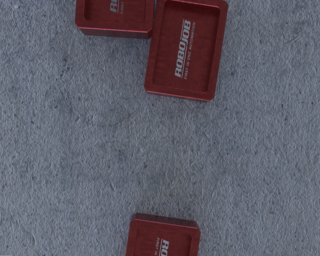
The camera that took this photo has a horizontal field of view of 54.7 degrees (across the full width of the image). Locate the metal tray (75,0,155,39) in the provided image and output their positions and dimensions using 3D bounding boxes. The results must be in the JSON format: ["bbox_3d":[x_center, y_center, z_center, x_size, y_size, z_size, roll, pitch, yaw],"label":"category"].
[{"bbox_3d":[-0.050,-0.179,0.376,0.091,0.030,0.129,4,90,0],"label":"metal tray"}]

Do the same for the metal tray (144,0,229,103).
[{"bbox_3d":[0.033,-0.104,0.407,0.091,0.030,0.129,9,90,0],"label":"metal tray"}]

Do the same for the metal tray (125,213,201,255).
[{"bbox_3d":[-0.002,0.185,0.407,0.091,0.030,0.129,8,90,0],"label":"metal tray"}]
